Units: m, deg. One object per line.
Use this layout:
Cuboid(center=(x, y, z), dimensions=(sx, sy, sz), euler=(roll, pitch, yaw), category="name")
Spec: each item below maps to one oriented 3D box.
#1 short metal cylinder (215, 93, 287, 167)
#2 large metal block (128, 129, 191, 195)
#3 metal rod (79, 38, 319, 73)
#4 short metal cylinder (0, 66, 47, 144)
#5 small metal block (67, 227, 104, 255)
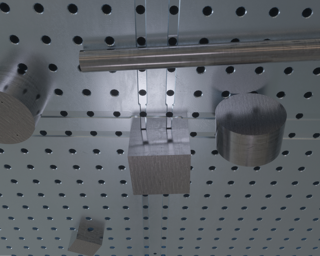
Cuboid(center=(0.108, 0.001, 0.377), dimensions=(0.080, 0.080, 0.050), euler=(-5, 130, 4), category="short metal cylinder")
Cuboid(center=(0.001, 0.049, 0.437), dimensions=(0.080, 0.050, 0.079), euler=(-2, 130, 1), category="large metal block")
Cuboid(center=(0.064, -0.081, 0.342), dimensions=(0.302, 0.025, 0.025), euler=(-3, 130, 2), category="metal rod")
Cuboid(center=(-0.184, -0.027, 0.371), dimensions=(0.081, 0.050, 0.079), euler=(0, 130, 0), category="short metal cylinder")
Cuboid(center=(-0.144, 0.220, 0.598), dimensions=(0.050, 0.025, 0.050), euler=(23, 126, -19), category="small metal block")
